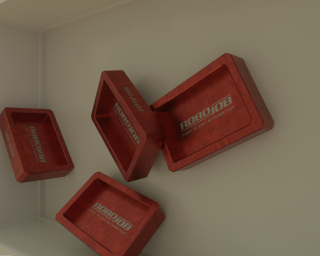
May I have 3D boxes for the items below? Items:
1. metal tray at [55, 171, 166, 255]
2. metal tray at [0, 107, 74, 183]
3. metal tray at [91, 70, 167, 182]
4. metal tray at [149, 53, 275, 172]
[{"bbox_3d":[-0.070,0.121,0.422,0.130,0.090,0.030,18,146,38],"label":"metal tray"},{"bbox_3d":[-0.215,0.026,0.538,0.030,0.091,0.130,-42,65,32],"label":"metal tray"},{"bbox_3d":[-0.048,-0.005,0.415,0.130,0.030,0.089,55,138,32],"label":"metal tray"},{"bbox_3d":[0.051,-0.013,0.359,0.130,0.030,0.090,-32,70,35],"label":"metal tray"}]
